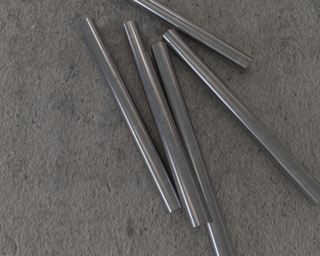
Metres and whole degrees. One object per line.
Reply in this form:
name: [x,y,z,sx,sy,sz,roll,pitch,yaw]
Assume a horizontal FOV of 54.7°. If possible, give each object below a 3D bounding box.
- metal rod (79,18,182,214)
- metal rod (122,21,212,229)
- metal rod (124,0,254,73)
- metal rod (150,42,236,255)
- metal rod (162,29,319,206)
metal rod: [-0.044,-0.029,0.418,0.025,0.025,0.299,-24,72,-9]
metal rod: [0.001,-0.021,0.405,0.025,0.025,0.299,-17,67,-6]
metal rod: [0.006,-0.173,0.471,0.300,0.025,0.025,35,74,12]
metal rod: [0.037,0.018,0.401,0.025,0.025,0.299,-14,71,-5]
metal rod: [0.104,-0.025,0.417,0.025,0.025,0.300,-36,74,-12]
